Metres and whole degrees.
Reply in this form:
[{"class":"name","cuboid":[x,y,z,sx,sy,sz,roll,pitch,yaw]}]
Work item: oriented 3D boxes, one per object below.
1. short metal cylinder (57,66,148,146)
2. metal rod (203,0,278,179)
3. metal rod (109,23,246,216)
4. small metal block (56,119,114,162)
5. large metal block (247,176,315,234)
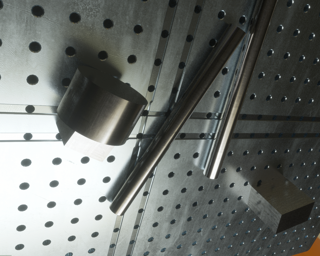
[{"class":"short metal cylinder","cuboid":[-0.060,-0.024,0.329,0.080,0.080,0.050,20,108,-36]},{"class":"metal rod","cuboid":[0.112,-0.055,0.440,0.025,0.025,0.298,-3,120,-28]},{"class":"metal rod","cuboid":[0.017,-0.003,0.420,0.025,0.025,0.299,24,105,-37]},{"class":"small metal block","cuboid":[-0.086,0.007,0.354,0.050,0.050,0.025,31,101,-38]},{"class":"large metal block","cuboid":[0.229,0.145,0.594,0.081,0.080,0.050,-12,124,-22]}]
